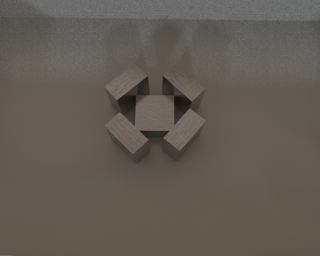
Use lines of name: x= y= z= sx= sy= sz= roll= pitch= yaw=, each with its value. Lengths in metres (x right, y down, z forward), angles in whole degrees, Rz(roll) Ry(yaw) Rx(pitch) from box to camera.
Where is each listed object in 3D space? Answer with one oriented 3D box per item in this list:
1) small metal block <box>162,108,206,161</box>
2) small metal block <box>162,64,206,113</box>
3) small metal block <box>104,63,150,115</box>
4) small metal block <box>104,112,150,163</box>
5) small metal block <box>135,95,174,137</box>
small metal block: x=0.029 y=0.010 z=0.390 sx=0.025 sy=0.050 sz=0.050 roll=39 pitch=74 yaw=12
small metal block: x=0.030 y=-0.049 z=0.412 sx=0.025 sy=0.050 sz=0.050 roll=-43 pitch=77 yaw=-15
small metal block: x=-0.042 y=-0.050 z=0.412 sx=0.050 sy=0.050 sz=0.025 roll=-40 pitch=74 yaw=-13
small metal block: x=-0.040 y=0.014 z=0.389 sx=0.025 sy=0.050 sz=0.050 roll=-43 pitch=76 yaw=-13
small metal block: x=-0.007 y=-0.016 z=0.413 sx=0.050 sy=0.025 sz=0.050 roll=1 pitch=70 yaw=0
